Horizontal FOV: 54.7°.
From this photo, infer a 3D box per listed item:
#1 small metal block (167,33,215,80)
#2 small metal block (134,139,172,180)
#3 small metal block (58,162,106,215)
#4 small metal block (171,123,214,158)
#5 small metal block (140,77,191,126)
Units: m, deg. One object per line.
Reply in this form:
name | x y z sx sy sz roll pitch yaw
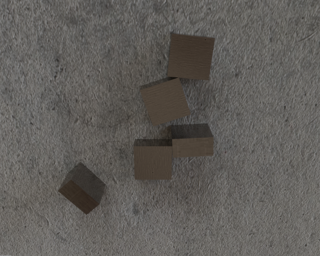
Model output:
small metal block | 0.036 -0.087 0.378 0.050 0.025 0.050 5 110 -2
small metal block | -0.009 0.043 0.425 0.050 0.025 0.050 0 110 0
small metal block | -0.105 0.082 0.426 0.025 0.050 0.050 -41 105 13
small metal block | 0.040 0.015 0.402 0.050 0.050 0.025 -3 110 1
small metal block | 0.007 -0.036 0.396 0.050 0.025 0.050 -18 109 6
